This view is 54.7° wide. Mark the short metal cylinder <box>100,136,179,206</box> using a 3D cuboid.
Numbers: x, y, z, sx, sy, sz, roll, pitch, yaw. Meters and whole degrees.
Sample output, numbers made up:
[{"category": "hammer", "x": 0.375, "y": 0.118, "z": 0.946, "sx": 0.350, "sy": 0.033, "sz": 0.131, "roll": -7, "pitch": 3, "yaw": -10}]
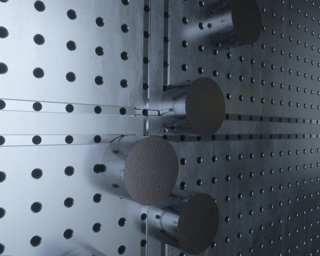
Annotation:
[{"category": "short metal cylinder", "x": -0.024, "y": 0.049, "z": 0.375, "sx": 0.081, "sy": 0.050, "sz": 0.079, "roll": 0, "pitch": 90, "yaw": -40}]

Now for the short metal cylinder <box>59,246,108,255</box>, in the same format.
[{"category": "short metal cylinder", "x": -0.078, "y": 0.173, "z": 0.329, "sx": 0.081, "sy": 0.050, "sz": 0.079, "roll": 0, "pitch": 90, "yaw": -40}]

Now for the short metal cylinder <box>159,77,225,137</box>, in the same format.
[{"category": "short metal cylinder", "x": 0.046, "y": -0.028, "z": 0.434, "sx": 0.081, "sy": 0.050, "sz": 0.079, "roll": 0, "pitch": 90, "yaw": -40}]

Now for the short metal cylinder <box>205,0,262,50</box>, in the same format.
[{"category": "short metal cylinder", "x": 0.118, "y": -0.169, "z": 0.494, "sx": 0.081, "sy": 0.050, "sz": 0.079, "roll": 0, "pitch": 90, "yaw": -40}]

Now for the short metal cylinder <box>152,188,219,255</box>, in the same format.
[{"category": "short metal cylinder", "x": 0.036, "y": 0.126, "z": 0.426, "sx": 0.081, "sy": 0.050, "sz": 0.079, "roll": 0, "pitch": 90, "yaw": -40}]
